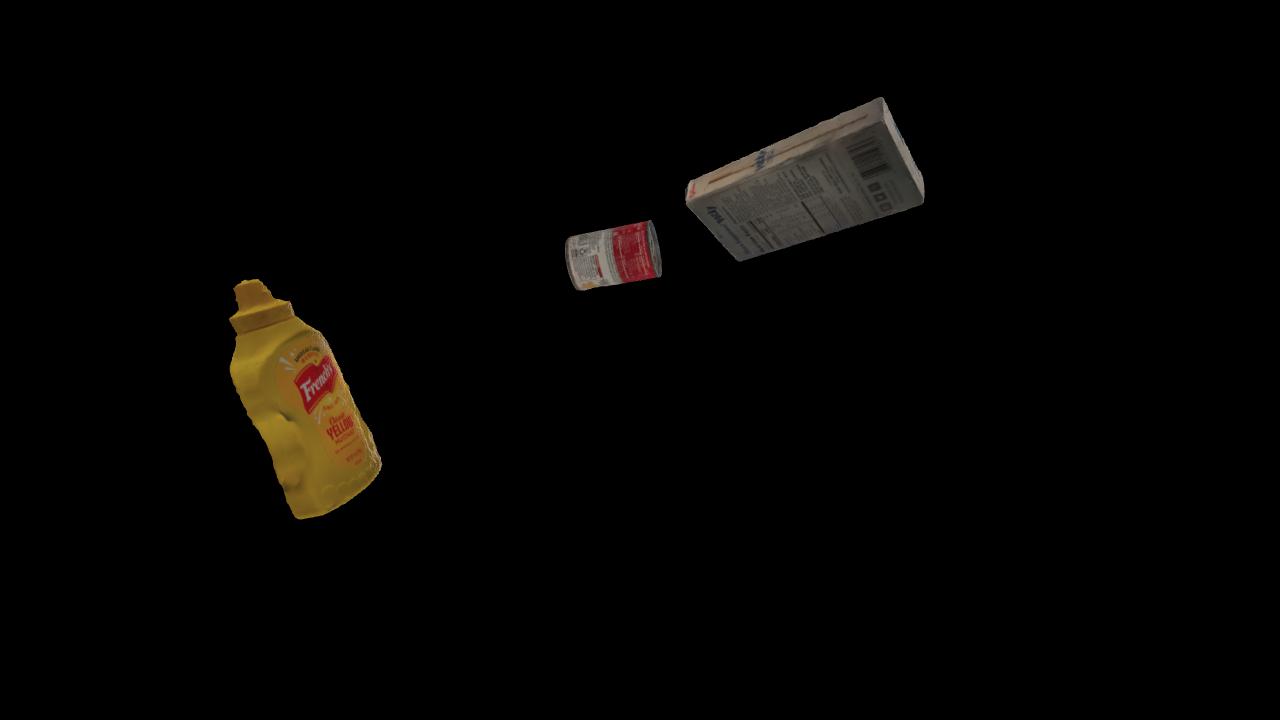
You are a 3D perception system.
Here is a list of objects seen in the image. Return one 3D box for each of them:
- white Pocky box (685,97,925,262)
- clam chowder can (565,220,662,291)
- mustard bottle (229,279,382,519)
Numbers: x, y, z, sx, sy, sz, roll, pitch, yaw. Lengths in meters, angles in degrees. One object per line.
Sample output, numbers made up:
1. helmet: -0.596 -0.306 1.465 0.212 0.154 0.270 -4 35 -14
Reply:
1. white Pocky box: 0.120 -0.125 0.459 0.154 0.028 0.084 -13 -36 38
2. clam chowder can: -0.031 -0.123 0.730 0.102 0.068 0.068 -9 -2 11
3. mustard bottle: -0.271 0.025 0.486 0.054 0.184 0.092 -12 16 17
